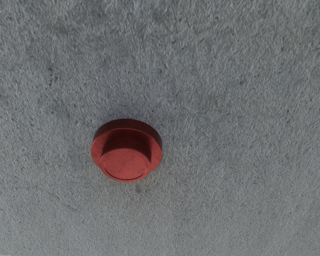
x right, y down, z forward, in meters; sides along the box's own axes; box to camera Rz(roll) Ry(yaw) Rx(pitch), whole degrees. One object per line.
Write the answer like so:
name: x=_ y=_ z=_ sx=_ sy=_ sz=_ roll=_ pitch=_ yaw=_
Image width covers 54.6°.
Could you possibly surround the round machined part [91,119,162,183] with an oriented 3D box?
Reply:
round machined part: x=-0.046 y=0.038 z=0.427 sx=0.099 sy=0.042 sz=0.097 roll=0 pitch=130 yaw=0
